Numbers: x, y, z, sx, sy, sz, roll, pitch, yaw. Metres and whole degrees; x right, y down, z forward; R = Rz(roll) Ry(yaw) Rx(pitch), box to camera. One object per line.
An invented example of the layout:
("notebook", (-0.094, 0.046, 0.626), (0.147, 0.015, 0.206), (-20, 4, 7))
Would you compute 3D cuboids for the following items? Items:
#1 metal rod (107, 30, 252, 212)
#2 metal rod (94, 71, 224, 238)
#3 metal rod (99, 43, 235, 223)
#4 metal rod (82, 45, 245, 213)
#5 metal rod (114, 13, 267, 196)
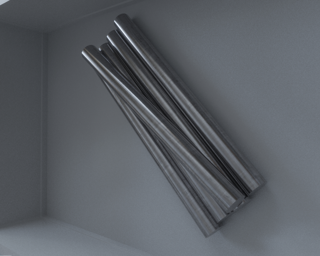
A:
("metal rod", (0.010, -0.027, 0.397), (0.025, 0.025, 0.300), (-50, 61, 28))
("metal rod", (-0.016, 0.009, 0.419), (0.025, 0.025, 0.300), (-50, 61, 28))
("metal rod", (-0.004, -0.011, 0.409), (0.025, 0.025, 0.300), (-50, 61, 28))
("metal rod", (-0.014, -0.018, 0.383), (0.300, 0.025, 0.025), (46, 118, 30))
("metal rod", (0.023, -0.046, 0.387), (0.025, 0.025, 0.300), (-50, 61, 28))
